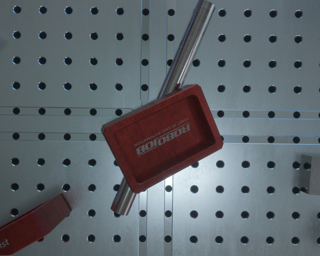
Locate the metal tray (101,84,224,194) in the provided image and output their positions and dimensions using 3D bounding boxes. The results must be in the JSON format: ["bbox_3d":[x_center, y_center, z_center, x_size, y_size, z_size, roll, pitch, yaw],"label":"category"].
[{"bbox_3d":[0.005,0.011,0.388,0.131,0.030,0.090,-27,104,-12],"label":"metal tray"}]

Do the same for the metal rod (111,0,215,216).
[{"bbox_3d":[0.004,-0.027,0.413,0.025,0.025,0.299,23,90,0],"label":"metal rod"}]

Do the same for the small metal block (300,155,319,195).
[{"bbox_3d":[0.221,0.064,0.415,0.050,0.025,0.050,5,90,0],"label":"small metal block"}]

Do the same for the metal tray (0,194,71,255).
[{"bbox_3d":[-0.185,0.133,0.379,0.130,0.090,0.030,-29,90,0],"label":"metal tray"}]
